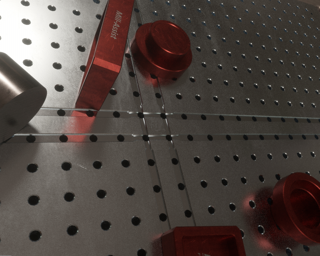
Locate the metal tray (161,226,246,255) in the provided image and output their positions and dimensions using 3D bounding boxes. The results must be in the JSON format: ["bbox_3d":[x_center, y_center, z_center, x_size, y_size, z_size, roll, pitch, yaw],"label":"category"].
[{"bbox_3d":[0.054,0.174,0.329,0.091,0.030,0.130,8,58,-25],"label":"metal tray"}]

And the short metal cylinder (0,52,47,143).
[{"bbox_3d":[-0.160,-0.027,0.304,0.050,0.080,0.080,42,51,0],"label":"short metal cylinder"}]

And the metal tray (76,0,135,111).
[{"bbox_3d":[-0.069,-0.098,0.390,0.030,0.090,0.130,18,55,-19],"label":"metal tray"}]

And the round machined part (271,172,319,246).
[{"bbox_3d":[0.197,0.116,0.436,0.099,0.042,0.098,14,56,-21],"label":"round machined part"}]

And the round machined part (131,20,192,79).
[{"bbox_3d":[0.008,-0.128,0.481,0.099,0.042,0.098,14,56,-21],"label":"round machined part"}]
